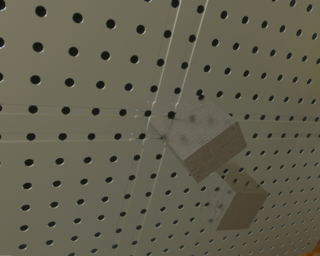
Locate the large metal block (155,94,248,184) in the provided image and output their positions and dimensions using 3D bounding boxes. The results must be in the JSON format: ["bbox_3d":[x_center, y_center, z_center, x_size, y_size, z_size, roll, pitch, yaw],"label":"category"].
[{"bbox_3d":[0.053,0.012,0.411,0.080,0.080,0.050,-36,129,-4],"label":"large metal block"}]

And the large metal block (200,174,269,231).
[{"bbox_3d":[0.130,0.131,0.546,0.081,0.050,0.080,9,114,-32],"label":"large metal block"}]
